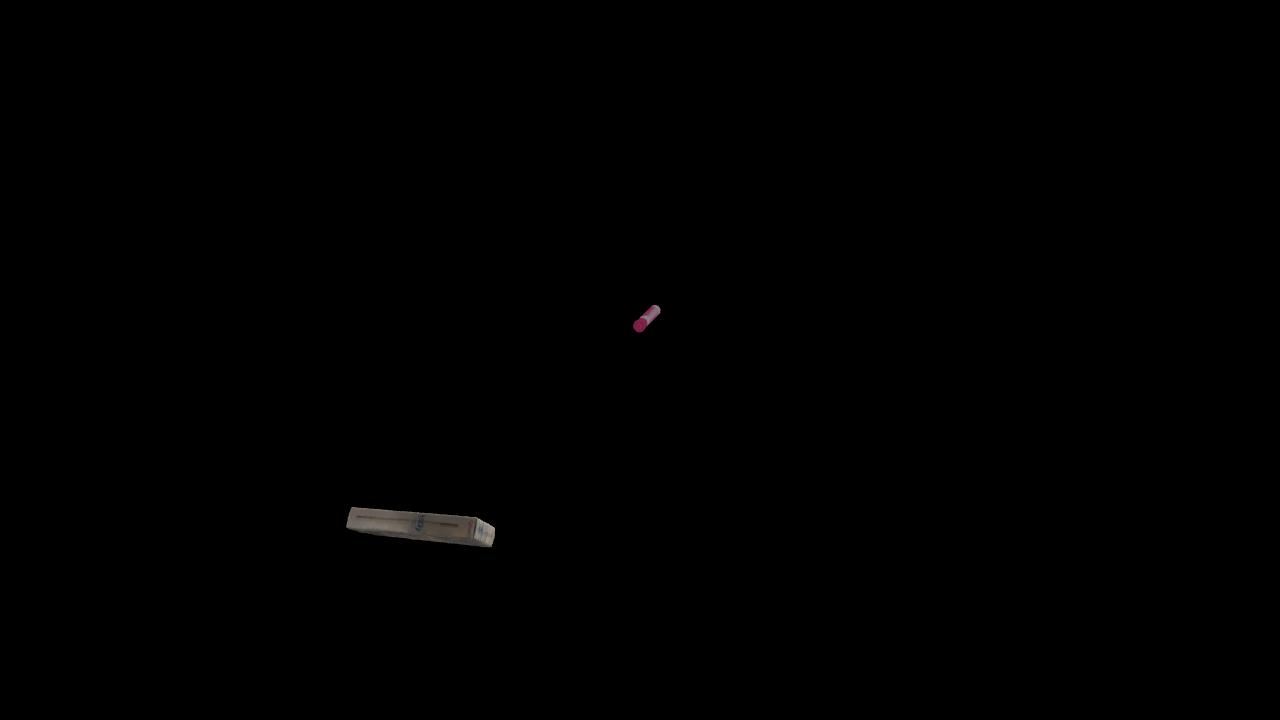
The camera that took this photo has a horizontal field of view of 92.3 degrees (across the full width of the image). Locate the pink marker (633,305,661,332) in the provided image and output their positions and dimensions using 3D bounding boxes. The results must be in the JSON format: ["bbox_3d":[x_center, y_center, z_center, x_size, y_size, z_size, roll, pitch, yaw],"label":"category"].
[{"bbox_3d":[0.011,-0.066,0.970,0.020,0.020,0.121,0,16,14],"label":"pink marker"}]

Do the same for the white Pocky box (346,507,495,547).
[{"bbox_3d":[-0.262,0.203,0.745,0.154,0.028,0.084,4,-22,5],"label":"white Pocky box"}]
